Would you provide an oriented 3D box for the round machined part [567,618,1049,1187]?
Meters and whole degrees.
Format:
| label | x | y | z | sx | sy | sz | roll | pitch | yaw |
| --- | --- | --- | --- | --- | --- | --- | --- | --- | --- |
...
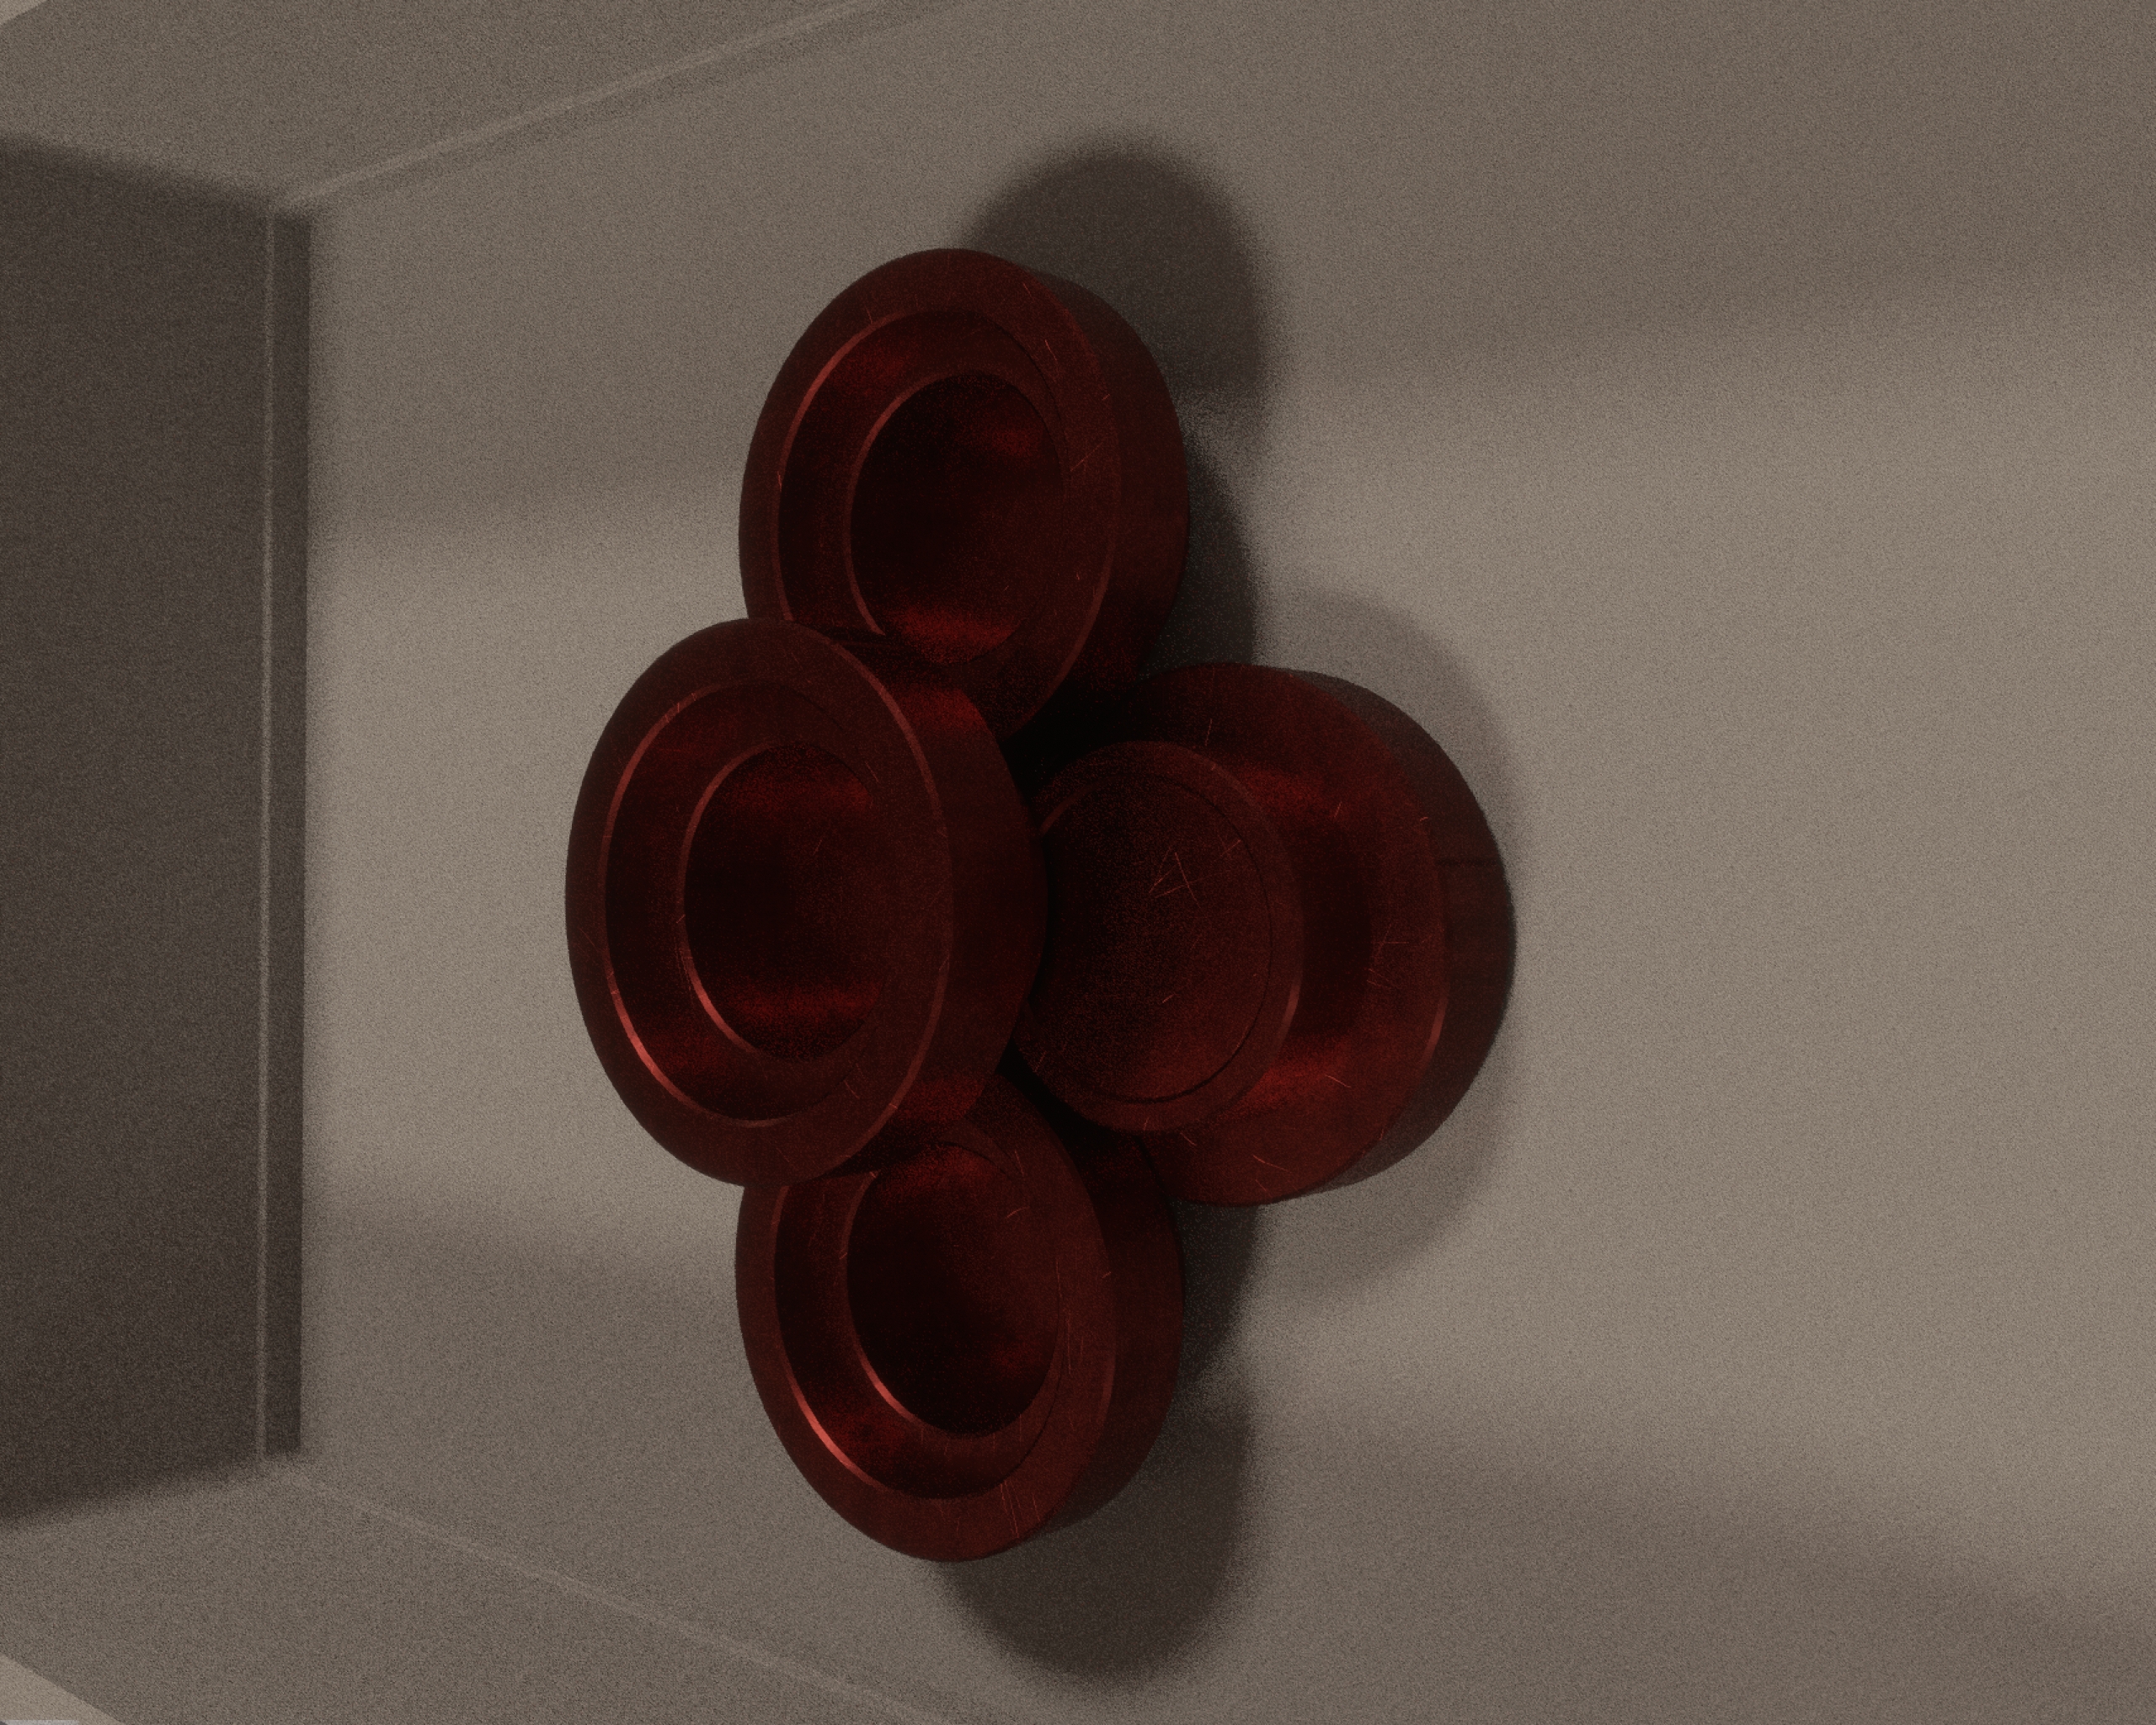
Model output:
| label | x | y | z | sx | sy | sz | roll | pitch | yaw |
| --- | --- | --- | --- | --- | --- | --- | --- | --- | --- |
| round machined part | -0.044 | 0.007 | 0.373 | 0.098 | 0.042 | 0.097 | 0 | 90 | 39 |

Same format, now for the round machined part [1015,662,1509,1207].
| label | x | y | z | sx | sy | sz | roll | pitch | yaw |
| --- | --- | --- | --- | --- | --- | --- | --- | --- | --- |
| round machined part | 0.023 | 0.013 | 0.372 | 0.098 | 0.042 | 0.097 | 0 | 90 | 39 |

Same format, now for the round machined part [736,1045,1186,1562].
| label | x | y | z | sx | sy | sz | roll | pitch | yaw |
| --- | --- | --- | --- | --- | --- | --- | --- | --- | --- |
| round machined part | -0.018 | 0.081 | 0.406 | 0.098 | 0.042 | 0.097 | 0 | 90 | 39 |

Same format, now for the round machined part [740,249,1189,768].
| label | x | y | z | sx | sy | sz | roll | pitch | yaw |
| --- | --- | --- | --- | --- | --- | --- | --- | --- | --- |
| round machined part | -0.017 | -0.065 | 0.405 | 0.098 | 0.042 | 0.097 | 0 | 90 | 39 |

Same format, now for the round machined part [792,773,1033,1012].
| label | x | y | z | sx | sy | sz | roll | pitch | yaw |
| --- | --- | --- | --- | --- | --- | --- | --- | --- | --- |
| round machined part | -0.053 | 0.009 | 0.435 | 0.098 | 0.042 | 0.097 | 0 | 90 | 39 |
